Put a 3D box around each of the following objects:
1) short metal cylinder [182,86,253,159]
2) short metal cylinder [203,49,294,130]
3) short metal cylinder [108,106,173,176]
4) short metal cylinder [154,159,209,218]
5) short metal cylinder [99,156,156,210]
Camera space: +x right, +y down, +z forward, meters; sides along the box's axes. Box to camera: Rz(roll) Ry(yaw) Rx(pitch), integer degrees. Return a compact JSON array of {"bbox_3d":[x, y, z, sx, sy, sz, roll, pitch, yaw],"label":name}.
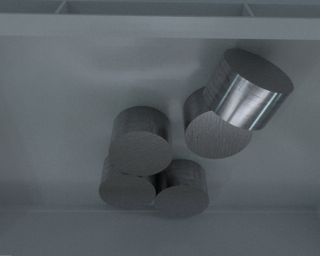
[{"bbox_3d":[0.070,-0.007,0.387,0.081,0.050,0.079,0,130,0],"label":"short metal cylinder"},{"bbox_3d":[0.094,-0.043,0.337,0.081,0.080,0.050,16,128,-13],"label":"short metal cylinder"},{"bbox_3d":[-0.024,0.018,0.407,0.081,0.050,0.079,0,130,0],"label":"short metal cylinder"},{"bbox_3d":[0.032,0.093,0.472,0.081,0.050,0.079,0,130,0],"label":"short metal cylinder"},{"bbox_3d":[-0.046,0.076,0.457,0.081,0.050,0.079,0,130,0],"label":"short metal cylinder"}]
